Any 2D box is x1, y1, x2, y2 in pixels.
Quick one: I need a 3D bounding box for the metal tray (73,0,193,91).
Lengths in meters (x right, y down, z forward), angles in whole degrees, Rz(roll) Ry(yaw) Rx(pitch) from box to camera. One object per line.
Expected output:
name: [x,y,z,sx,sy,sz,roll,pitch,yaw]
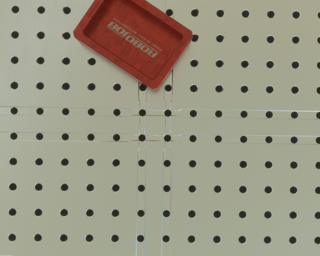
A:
metal tray: [-0.034,-0.120,0.410,0.130,0.030,0.090,34,90,-1]
